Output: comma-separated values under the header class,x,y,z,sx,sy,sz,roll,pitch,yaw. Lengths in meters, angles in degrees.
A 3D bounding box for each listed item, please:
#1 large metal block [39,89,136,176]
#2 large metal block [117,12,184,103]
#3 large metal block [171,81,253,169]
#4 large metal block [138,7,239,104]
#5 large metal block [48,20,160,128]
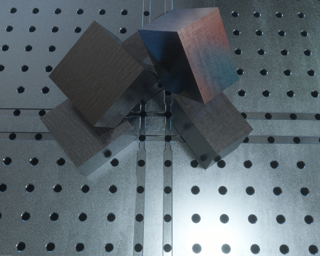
class,x,y,z,sx,sy,sz,roll,pitch,yaw
large metal block,-0.089,0.001,0.396,0.080,0.050,0.080,-38,75,-13
large metal block,-0.008,-0.091,0.414,0.080,0.080,0.050,-40,75,-13
large metal block,0.059,-0.003,0.383,0.050,0.080,0.080,-32,74,-11
large metal block,0.030,-0.081,0.337,0.050,0.080,0.080,-36,32,-17
large metal block,-0.062,-0.057,0.349,0.080,0.050,0.080,46,101,14
